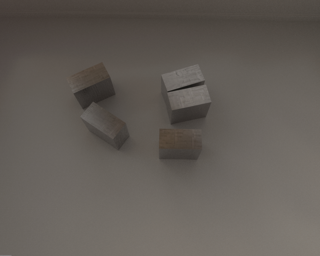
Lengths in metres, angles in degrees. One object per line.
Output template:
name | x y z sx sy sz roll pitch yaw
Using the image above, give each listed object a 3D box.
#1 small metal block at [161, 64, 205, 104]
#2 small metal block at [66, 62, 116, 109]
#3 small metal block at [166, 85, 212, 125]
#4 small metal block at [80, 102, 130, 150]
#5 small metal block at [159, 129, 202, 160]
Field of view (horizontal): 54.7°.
small metal block | 0.029 -0.056 0.417 0.050 0.050 0.025 -17 71 -6
small metal block | -0.091 -0.056 0.416 0.050 0.050 0.025 -26 72 -9
small metal block | 0.036 -0.030 0.407 0.050 0.050 0.025 -12 71 -4
small metal block | -0.069 -0.001 0.396 0.050 0.050 0.025 33 74 11
small metal block | 0.024 0.021 0.389 0.050 0.050 0.025 1 70 0
